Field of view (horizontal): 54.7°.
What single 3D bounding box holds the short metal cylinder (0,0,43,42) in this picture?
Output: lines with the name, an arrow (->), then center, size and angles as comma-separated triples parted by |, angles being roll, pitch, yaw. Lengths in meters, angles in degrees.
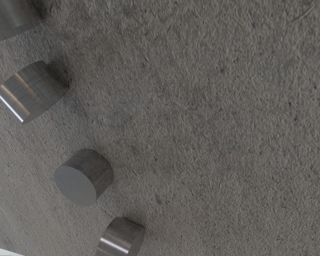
short metal cylinder -> -0.197, -0.143, 0.387 | 0.080, 0.080, 0.050 | -12, 112, 33

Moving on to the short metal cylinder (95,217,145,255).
short metal cylinder -> -0.066, 0.199, 0.529 | 0.050, 0.080, 0.079 | 21, 126, 16

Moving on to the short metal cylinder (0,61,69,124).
short metal cylinder -> -0.177, -0.049, 0.434 | 0.080, 0.080, 0.050 | -33, 100, 38

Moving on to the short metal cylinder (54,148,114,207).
short metal cylinder -> -0.123, 0.080, 0.505 | 0.080, 0.050, 0.079 | 13, 124, 21
